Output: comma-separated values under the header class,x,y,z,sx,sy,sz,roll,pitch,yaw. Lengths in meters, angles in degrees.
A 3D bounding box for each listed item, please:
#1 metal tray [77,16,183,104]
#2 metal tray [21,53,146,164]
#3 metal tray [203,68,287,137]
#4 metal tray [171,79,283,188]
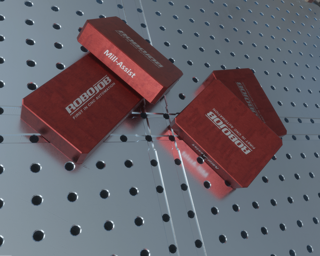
class,x,y,z,sx,sy,sz,roll,pitch,yaw
metal tray,-0.036,-0.096,0.423,0.130,0.030,0.090,40,29,-1
metal tray,-0.087,-0.031,0.377,0.090,0.030,0.131,40,51,-1
metal tray,0.136,-0.034,0.498,0.091,0.030,0.130,-10,67,-32
metal tray,0.091,0.008,0.428,0.130,0.030,0.090,44,73,2
